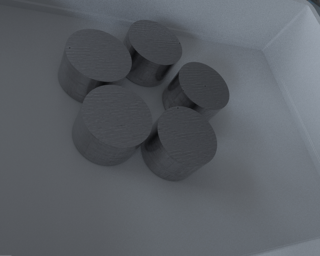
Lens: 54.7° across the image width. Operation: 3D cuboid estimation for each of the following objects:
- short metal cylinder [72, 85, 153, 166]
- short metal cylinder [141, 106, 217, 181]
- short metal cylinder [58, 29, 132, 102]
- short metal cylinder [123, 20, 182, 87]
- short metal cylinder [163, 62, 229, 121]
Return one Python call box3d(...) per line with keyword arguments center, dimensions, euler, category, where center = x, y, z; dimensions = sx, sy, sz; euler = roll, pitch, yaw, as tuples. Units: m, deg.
box3d(center=(-0.056, -0.003, 0.359), dimensions=(0.081, 0.050, 0.080), euler=(14, 56, -21), category="short metal cylinder")
box3d(center=(0.023, 0.020, 0.387), dimensions=(0.081, 0.050, 0.080), euler=(14, 56, -21), category="short metal cylinder")
box3d(center=(-0.082, -0.076, 0.389), dimensions=(0.081, 0.050, 0.080), euler=(14, 56, -21), category="short metal cylinder")
box3d(center=(-0.016, -0.107, 0.443), dimensions=(0.081, 0.050, 0.080), euler=(14, 56, -21), category="short metal cylinder")
box3d(center=(0.051, -0.047, 0.443), dimensions=(0.081, 0.050, 0.080), euler=(14, 56, -21), category="short metal cylinder")
